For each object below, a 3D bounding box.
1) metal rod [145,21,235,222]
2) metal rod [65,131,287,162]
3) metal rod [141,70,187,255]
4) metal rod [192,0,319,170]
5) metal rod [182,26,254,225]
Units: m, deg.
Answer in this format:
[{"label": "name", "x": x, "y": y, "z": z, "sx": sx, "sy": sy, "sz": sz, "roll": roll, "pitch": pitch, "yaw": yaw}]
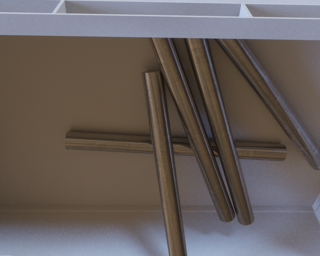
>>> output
[{"label": "metal rod", "x": 0.049, "y": 0.014, "z": 0.394, "sx": 0.025, "sy": 0.025, "sz": 0.299, "roll": -16, "pitch": 120, "yaw": 13}, {"label": "metal rod", "x": 0.025, "y": 0.026, "z": 0.431, "sx": 0.302, "sy": 0.025, "sz": 0.025, "roll": 4, "pitch": 130, "yaw": -4}, {"label": "metal rod", "x": 0.011, "y": 0.076, "z": 0.398, "sx": 0.025, "sy": 0.025, "sz": 0.298, "roll": -7, "pitch": 107, "yaw": 5}, {"label": "metal rod", "x": 0.138, "y": -0.036, "z": 0.380, "sx": 0.025, "sy": 0.025, "sz": 0.300, "roll": -33, "pitch": 124, "yaw": 24}, {"label": "metal rod", "x": 0.083, "y": 0.018, "z": 0.398, "sx": 0.025, "sy": 0.025, "sz": 0.299, "roll": -15, "pitch": 121, "yaw": 12}]
